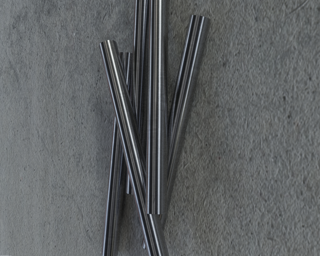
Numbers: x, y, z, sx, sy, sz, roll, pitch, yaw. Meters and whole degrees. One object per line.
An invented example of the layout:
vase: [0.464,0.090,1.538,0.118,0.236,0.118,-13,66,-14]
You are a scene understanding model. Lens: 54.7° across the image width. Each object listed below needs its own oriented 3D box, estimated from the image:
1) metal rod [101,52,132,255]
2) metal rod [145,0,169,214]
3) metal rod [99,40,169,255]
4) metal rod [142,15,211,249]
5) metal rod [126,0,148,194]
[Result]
metal rod: [-0.061,0.042,0.455,0.025,0.025,0.298,10,96,39]
metal rod: [-0.003,-0.049,0.383,0.025,0.025,0.298,-7,79,40]
metal rod: [-0.035,0.026,0.400,0.025,0.025,0.299,-24,75,37]
metal rod: [0.018,0.014,0.390,0.025,0.025,0.298,19,102,38]
metal rod: [-0.028,-0.059,0.428,0.025,0.025,0.298,5,93,40]
